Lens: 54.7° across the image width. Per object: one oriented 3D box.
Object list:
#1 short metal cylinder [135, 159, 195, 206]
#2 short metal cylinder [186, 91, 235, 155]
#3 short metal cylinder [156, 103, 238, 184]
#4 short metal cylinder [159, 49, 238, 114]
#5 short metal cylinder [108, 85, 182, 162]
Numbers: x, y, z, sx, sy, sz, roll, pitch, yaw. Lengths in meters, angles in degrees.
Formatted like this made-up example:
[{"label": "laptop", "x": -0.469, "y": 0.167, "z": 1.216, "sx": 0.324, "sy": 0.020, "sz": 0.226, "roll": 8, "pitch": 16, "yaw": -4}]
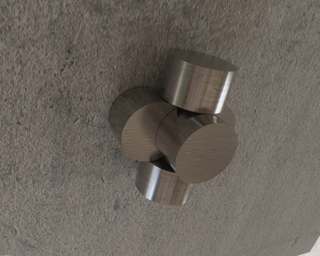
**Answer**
[{"label": "short metal cylinder", "x": 0.011, "y": 0.058, "z": 0.417, "sx": 0.081, "sy": 0.080, "sz": 0.050, "roll": 0, "pitch": 118, "yaw": -29}, {"label": "short metal cylinder", "x": 0.053, "y": -0.007, "z": 0.419, "sx": 0.081, "sy": 0.050, "sz": 0.079, "roll": -14, "pitch": 125, "yaw": -21}, {"label": "short metal cylinder", "x": 0.042, "y": 0.018, "z": 0.362, "sx": 0.081, "sy": 0.050, "sz": 0.079, "roll": -14, "pitch": 125, "yaw": -21}, {"label": "short metal cylinder", "x": 0.044, "y": -0.057, "z": 0.364, "sx": 0.081, "sy": 0.080, "sz": 0.050, "roll": 0, "pitch": 119, "yaw": -29}, {"label": "short metal cylinder", "x": -0.017, "y": -0.006, "z": 0.380, "sx": 0.081, "sy": 0.050, "sz": 0.079, "roll": -14, "pitch": 125, "yaw": -21}]
